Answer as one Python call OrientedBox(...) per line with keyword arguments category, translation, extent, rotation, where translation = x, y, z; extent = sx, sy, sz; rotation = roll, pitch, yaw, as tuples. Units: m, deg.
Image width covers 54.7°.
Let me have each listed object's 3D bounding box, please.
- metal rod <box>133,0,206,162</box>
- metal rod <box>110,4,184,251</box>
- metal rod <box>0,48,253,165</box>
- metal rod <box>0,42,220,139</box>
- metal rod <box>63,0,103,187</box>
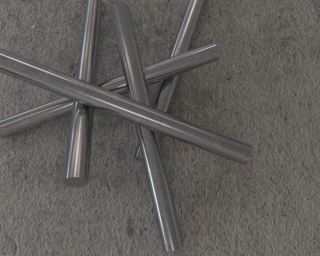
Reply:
OrientedBox(category="metal rod", translation=(0.023, -0.093, 0.442), extent=(0.025, 0.025, 0.299), rotation=(16, 71, 6))
OrientedBox(category="metal rod", translation=(-0.018, -0.006, 0.376), extent=(0.025, 0.025, 0.298), rotation=(-13, 83, -5))
OrientedBox(category="metal rod", translation=(-0.039, -0.022, 0.348), extent=(0.302, 0.025, 0.025), rotation=(21, 71, -5))
OrientedBox(category="metal rod", translation=(-0.068, -0.050, 0.408), extent=(0.301, 0.025, 0.025), rotation=(-20, 71, -1))
OrientedBox(category="metal rod", translation=(-0.093, -0.069, 0.395), extent=(0.025, 0.025, 0.299), rotation=(-3, 56, -1))
